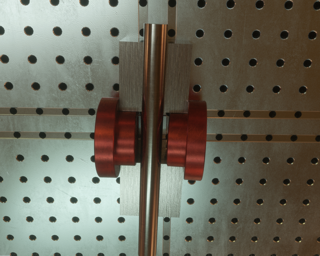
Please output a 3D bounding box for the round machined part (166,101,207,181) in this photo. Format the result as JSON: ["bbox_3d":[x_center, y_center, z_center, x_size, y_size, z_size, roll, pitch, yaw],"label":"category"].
[{"bbox_3d":[0.031,0.014,0.380,0.042,0.098,0.097,3,110,4],"label":"round machined part"}]

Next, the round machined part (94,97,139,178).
[{"bbox_3d":[-0.049,0.011,0.377,0.042,0.098,0.097,2,110,-1],"label":"round machined part"}]

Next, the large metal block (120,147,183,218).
[{"bbox_3d":[-0.012,0.073,0.426,0.081,0.050,0.079,3,110,-1],"label":"large metal block"}]

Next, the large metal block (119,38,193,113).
[{"bbox_3d":[-0.006,-0.065,0.376,0.081,0.050,0.079,2,110,-1],"label":"large metal block"}]

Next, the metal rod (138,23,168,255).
[{"bbox_3d":[-0.011,0.032,0.371,0.025,0.025,0.298,2,110,-1],"label":"metal rod"}]
